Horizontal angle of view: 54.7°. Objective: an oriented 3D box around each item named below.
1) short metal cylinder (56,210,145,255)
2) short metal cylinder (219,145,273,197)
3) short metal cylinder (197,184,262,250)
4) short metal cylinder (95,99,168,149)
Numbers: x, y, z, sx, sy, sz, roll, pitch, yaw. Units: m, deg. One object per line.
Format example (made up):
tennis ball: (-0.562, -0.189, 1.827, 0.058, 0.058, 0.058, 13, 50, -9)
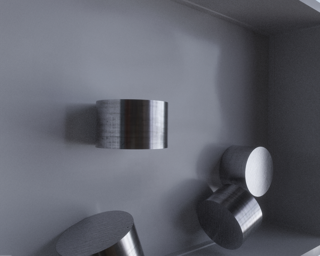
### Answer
short metal cylinder: (-0.060, 0.129, 0.323, 0.081, 0.080, 0.050, -25, 106, -38)
short metal cylinder: (0.144, 0.070, 0.514, 0.081, 0.050, 0.079, 0, 90, -40)
short metal cylinder: (0.102, 0.130, 0.460, 0.050, 0.080, 0.080, -27, 107, -37)
short metal cylinder: (-0.031, -0.004, 0.347, 0.081, 0.080, 0.050, 1, 90, -40)
